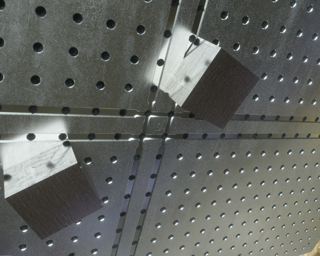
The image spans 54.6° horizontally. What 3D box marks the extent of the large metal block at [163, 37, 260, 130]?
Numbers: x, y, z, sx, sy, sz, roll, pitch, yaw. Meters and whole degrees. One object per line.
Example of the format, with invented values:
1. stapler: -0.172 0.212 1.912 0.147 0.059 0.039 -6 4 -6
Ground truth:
1. large metal block: 0.065 -0.055 0.395 0.080 0.050 0.080 25 105 -37

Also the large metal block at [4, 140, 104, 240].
1. large metal block: -0.126 0.074 0.372 0.080 0.050 0.080 -27 128 -12
